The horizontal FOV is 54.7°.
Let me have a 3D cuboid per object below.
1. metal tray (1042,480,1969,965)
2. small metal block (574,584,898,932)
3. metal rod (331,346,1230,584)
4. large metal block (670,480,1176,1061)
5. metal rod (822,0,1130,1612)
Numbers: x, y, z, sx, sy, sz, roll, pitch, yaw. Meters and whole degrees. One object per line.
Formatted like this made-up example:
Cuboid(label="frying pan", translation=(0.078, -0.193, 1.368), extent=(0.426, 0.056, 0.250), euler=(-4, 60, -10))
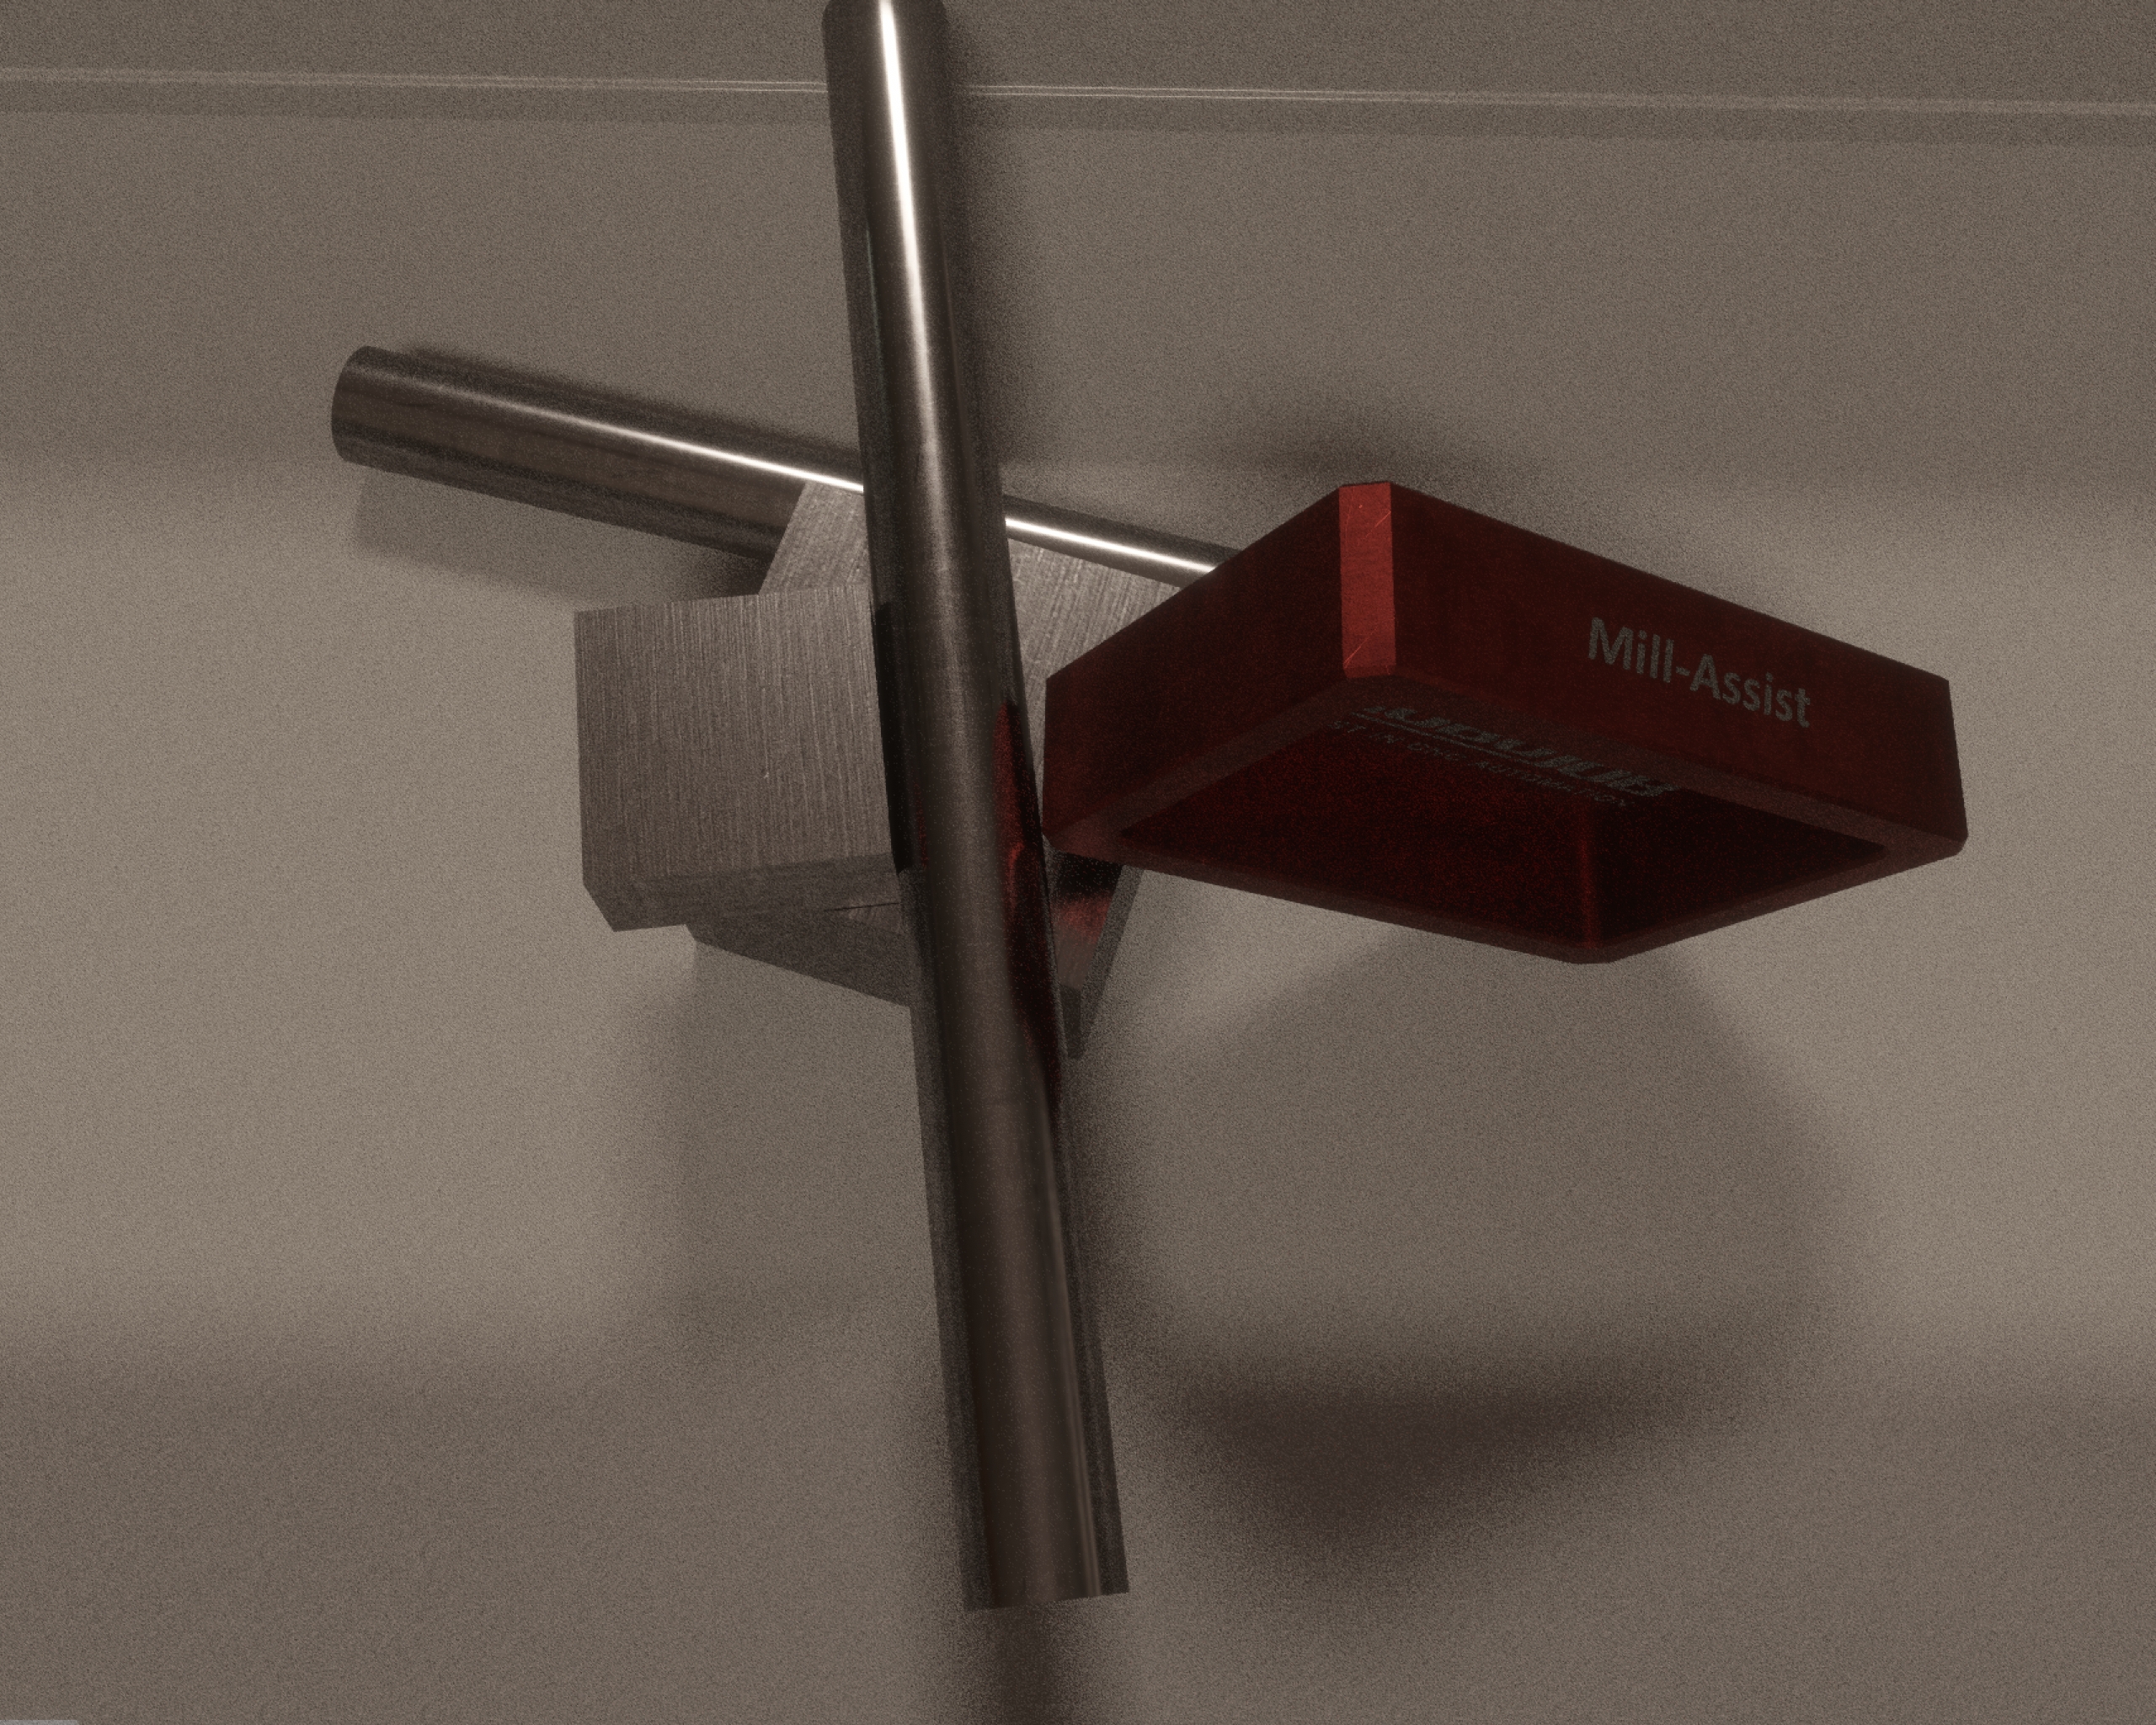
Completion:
Cuboid(label="metal tray", translation=(0.071, -0.017, 0.352), extent=(0.131, 0.090, 0.030), euler=(12, 68, -29))
Cuboid(label="small metal block", translation=(-0.058, -0.018, 0.361), extent=(0.050, 0.025, 0.050), euler=(-6, 70, -3))
Cuboid(label="metal rod", translation=(-0.006, -0.061, 0.431), extent=(0.302, 0.025, 0.025), euler=(14, 71, 4))
Cuboid(label="large metal block", translation=(-0.025, -0.017, 0.401), extent=(0.080, 0.050, 0.080), euler=(17, 71, 6))
Cuboid(label="metal rod", translation=(-0.022, -0.028, 0.365), extent=(0.025, 0.025, 0.299), euler=(-6, 70, -3))
